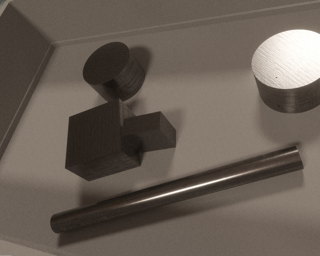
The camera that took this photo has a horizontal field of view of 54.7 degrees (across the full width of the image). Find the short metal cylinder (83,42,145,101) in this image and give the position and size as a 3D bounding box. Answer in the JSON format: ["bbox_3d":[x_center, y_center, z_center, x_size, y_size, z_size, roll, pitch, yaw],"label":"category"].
[{"bbox_3d":[-0.070,-0.085,0.477,0.080,0.050,0.080,-13,56,20],"label":"short metal cylinder"}]

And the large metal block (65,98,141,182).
[{"bbox_3d":[-0.076,0.017,0.417,0.080,0.050,0.080,-18,55,17],"label":"large metal block"}]

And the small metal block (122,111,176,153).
[{"bbox_3d":[-0.012,0.007,0.391,0.050,0.050,0.025,-11,58,22],"label":"small metal block"}]

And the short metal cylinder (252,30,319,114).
[{"bbox_3d":[0.149,-0.063,0.350,0.080,0.050,0.080,-13,56,20],"label":"short metal cylinder"}]

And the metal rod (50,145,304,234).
[{"bbox_3d":[0.004,0.076,0.355,0.301,0.025,0.025,-19,55,16],"label":"metal rod"}]
